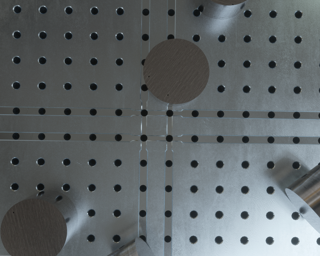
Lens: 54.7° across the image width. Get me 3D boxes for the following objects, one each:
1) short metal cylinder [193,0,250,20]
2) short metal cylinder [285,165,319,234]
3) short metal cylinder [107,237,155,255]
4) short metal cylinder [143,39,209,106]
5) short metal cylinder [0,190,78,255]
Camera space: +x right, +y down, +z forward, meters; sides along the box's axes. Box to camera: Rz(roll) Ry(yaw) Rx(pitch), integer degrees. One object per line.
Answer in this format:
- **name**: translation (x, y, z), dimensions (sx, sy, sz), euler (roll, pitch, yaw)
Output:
- **short metal cylinder**: translation (0.083, -0.189, 0.401), dimensions (0.081, 0.050, 0.079), euler (0, 90, 0)
- **short metal cylinder**: translation (0.206, 0.093, 0.387), dimensions (0.050, 0.080, 0.080), euler (-37, 90, 0)
- **short metal cylinder**: translation (-0.031, 0.186, 0.386), dimensions (0.050, 0.080, 0.080), euler (-32, 90, 0)
- **short metal cylinder**: translation (0.020, -0.069, 0.401), dimensions (0.081, 0.050, 0.079), euler (0, 90, 0)
- **short metal cylinder**: translation (-0.153, 0.125, 0.400), dimensions (0.081, 0.050, 0.079), euler (0, 90, 0)
